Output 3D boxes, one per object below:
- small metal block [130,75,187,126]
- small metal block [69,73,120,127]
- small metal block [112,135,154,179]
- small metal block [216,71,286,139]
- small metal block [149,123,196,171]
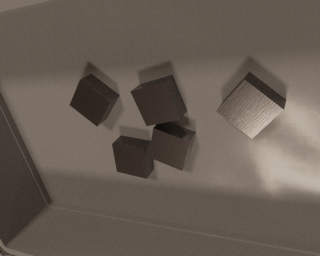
[{"bbox_3d":[-0.001,-0.034,0.387,0.050,0.025,0.050,-11,113,32],"label":"small metal block"},{"bbox_3d":[-0.092,-0.039,0.431,0.050,0.025,0.050,38,129,2],"label":"small metal block"},{"bbox_3d":[-0.039,0.042,0.453,0.050,0.025,0.050,9,123,23],"label":"small metal block"},{"bbox_3d":[0.100,-0.025,0.340,0.050,0.025,0.050,38,129,2],"label":"small metal block"},{"bbox_3d":[0.016,0.023,0.413,0.050,0.025,0.050,21,126,15],"label":"small metal block"}]
